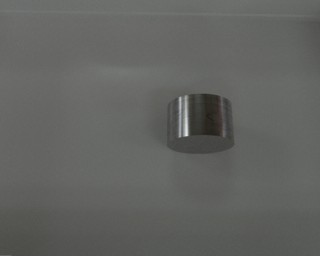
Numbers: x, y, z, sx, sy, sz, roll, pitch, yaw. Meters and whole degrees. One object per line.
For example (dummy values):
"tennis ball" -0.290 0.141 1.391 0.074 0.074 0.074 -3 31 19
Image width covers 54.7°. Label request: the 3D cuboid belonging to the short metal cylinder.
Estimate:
"short metal cylinder" 0.049 -0.002 0.382 0.081 0.080 0.050 1 70 0
